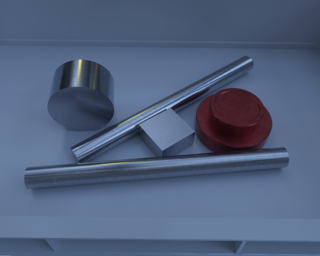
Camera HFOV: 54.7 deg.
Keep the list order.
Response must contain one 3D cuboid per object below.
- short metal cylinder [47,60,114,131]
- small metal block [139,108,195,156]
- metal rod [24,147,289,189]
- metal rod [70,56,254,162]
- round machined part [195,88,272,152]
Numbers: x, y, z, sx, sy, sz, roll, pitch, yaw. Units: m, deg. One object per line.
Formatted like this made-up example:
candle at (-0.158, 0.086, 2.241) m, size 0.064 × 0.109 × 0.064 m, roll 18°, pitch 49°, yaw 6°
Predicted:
short metal cylinder at (-0.100, -0.041, 0.401) m, size 0.081 × 0.080 × 0.050 m, roll -4°, pitch 50°, yaw -4°
small metal block at (0.008, 0.008, 0.396) m, size 0.050 × 0.025 × 0.050 m, roll -29°, pitch 56°, yaw -22°
metal rod at (0.000, 0.046, 0.364) m, size 0.302 × 0.025 × 0.025 m, roll -4°, pitch 50°, yaw -4°
metal rod at (0.018, -0.034, 0.432) m, size 0.302 × 0.025 × 0.025 m, roll -30°, pitch 56°, yaw -23°
round machined part at (0.097, -0.015, 0.404) m, size 0.099 × 0.042 × 0.098 m, roll 0°, pitch 50°, yaw 0°
